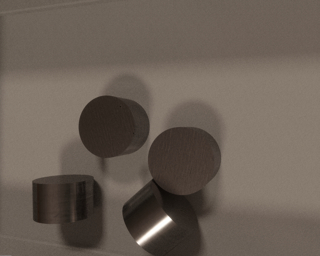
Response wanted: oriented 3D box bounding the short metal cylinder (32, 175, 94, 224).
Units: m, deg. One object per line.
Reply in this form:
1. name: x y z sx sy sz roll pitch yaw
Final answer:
1. short metal cylinder: -0.132 0.095 0.426 0.080 0.080 0.050 -1 90 19

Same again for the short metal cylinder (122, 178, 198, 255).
1. short metal cylinder: 0.001 0.107 0.380 0.050 0.080 0.080 -44 77 15

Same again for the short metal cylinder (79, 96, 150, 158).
1. short metal cylinder: -0.061 -0.002 0.418 0.080 0.050 0.079 0 90 19

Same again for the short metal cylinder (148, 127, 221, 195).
1. short metal cylinder: 0.032 0.039 0.385 0.080 0.050 0.079 0 90 19
